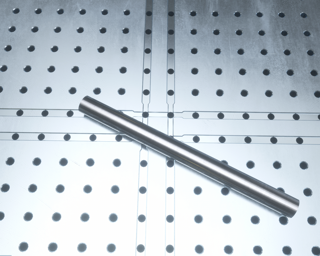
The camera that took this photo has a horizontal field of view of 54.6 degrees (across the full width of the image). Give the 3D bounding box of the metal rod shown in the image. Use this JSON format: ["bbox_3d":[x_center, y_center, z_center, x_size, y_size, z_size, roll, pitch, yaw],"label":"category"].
[{"bbox_3d":[0.030,0.033,0.400,0.301,0.025,0.025,26,72,9],"label":"metal rod"}]
